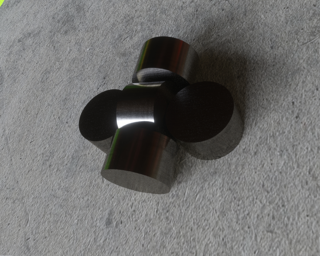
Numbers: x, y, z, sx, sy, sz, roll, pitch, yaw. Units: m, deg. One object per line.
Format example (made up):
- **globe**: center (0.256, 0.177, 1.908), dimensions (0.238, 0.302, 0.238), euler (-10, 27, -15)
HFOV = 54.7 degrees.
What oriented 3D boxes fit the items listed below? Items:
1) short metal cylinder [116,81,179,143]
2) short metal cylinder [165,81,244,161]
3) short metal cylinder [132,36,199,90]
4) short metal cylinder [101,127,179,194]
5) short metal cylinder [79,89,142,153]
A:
- **short metal cylinder**: center (-0.010, -0.018, 0.387), dimensions (0.050, 0.080, 0.080), euler (0, 62, 29)
- **short metal cylinder**: center (0.053, -0.008, 0.366), dimensions (0.080, 0.050, 0.080), euler (-13, 56, 21)
- **short metal cylinder**: center (0.008, -0.075, 0.413), dimensions (0.080, 0.080, 0.050), euler (0, 62, 28)
- **short metal cylinder**: center (-0.022, 0.040, 0.358), dimensions (0.080, 0.080, 0.050), euler (0, 61, 28)
- **short metal cylinder**: center (-0.063, -0.006, 0.427), dimensions (0.080, 0.050, 0.080), euler (-13, 56, 20)
